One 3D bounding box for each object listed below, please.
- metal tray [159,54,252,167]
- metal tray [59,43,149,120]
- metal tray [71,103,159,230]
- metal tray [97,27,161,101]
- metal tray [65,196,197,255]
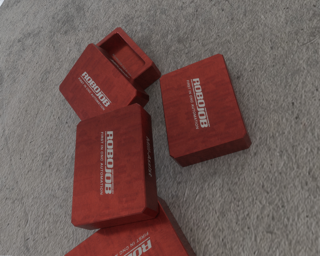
[{"bbox_3d":[0.052,-0.025,0.388,0.090,0.030,0.130,-19,54,17],"label":"metal tray"},{"bbox_3d":[-0.085,-0.051,0.448,0.090,0.030,0.130,-50,59,14],"label":"metal tray"},{"bbox_3d":[-0.053,0.043,0.358,0.090,0.030,0.130,-16,59,18],"label":"metal tray"},{"bbox_3d":[-0.068,-0.098,0.496,0.090,0.030,0.130,-39,51,2],"label":"metal tray"},{"bbox_3d":[-0.034,0.143,0.331,0.130,0.030,0.090,-37,51,3],"label":"metal tray"}]
